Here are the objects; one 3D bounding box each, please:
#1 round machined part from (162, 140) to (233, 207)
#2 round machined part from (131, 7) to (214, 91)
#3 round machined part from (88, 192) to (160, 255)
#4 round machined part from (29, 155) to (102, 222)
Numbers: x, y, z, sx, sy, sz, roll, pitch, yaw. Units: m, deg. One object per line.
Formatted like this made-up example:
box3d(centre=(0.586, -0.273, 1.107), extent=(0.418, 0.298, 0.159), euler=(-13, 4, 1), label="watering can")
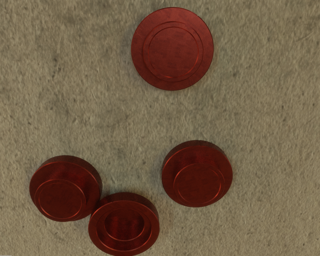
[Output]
box3d(centre=(0.052, 0.069, 0.427), extent=(0.099, 0.042, 0.097), euler=(0, 110, -1), label="round machined part")
box3d(centre=(0.015, -0.092, 0.367), extent=(0.099, 0.042, 0.097), euler=(0, 110, -1), label="round machined part")
box3d(centre=(-0.051, 0.133, 0.447), extent=(0.099, 0.042, 0.097), euler=(-1, 112, -3), label="round machined part")
box3d(centre=(-0.133, 0.091, 0.432), extent=(0.099, 0.042, 0.097), euler=(0, 110, -1), label="round machined part")
